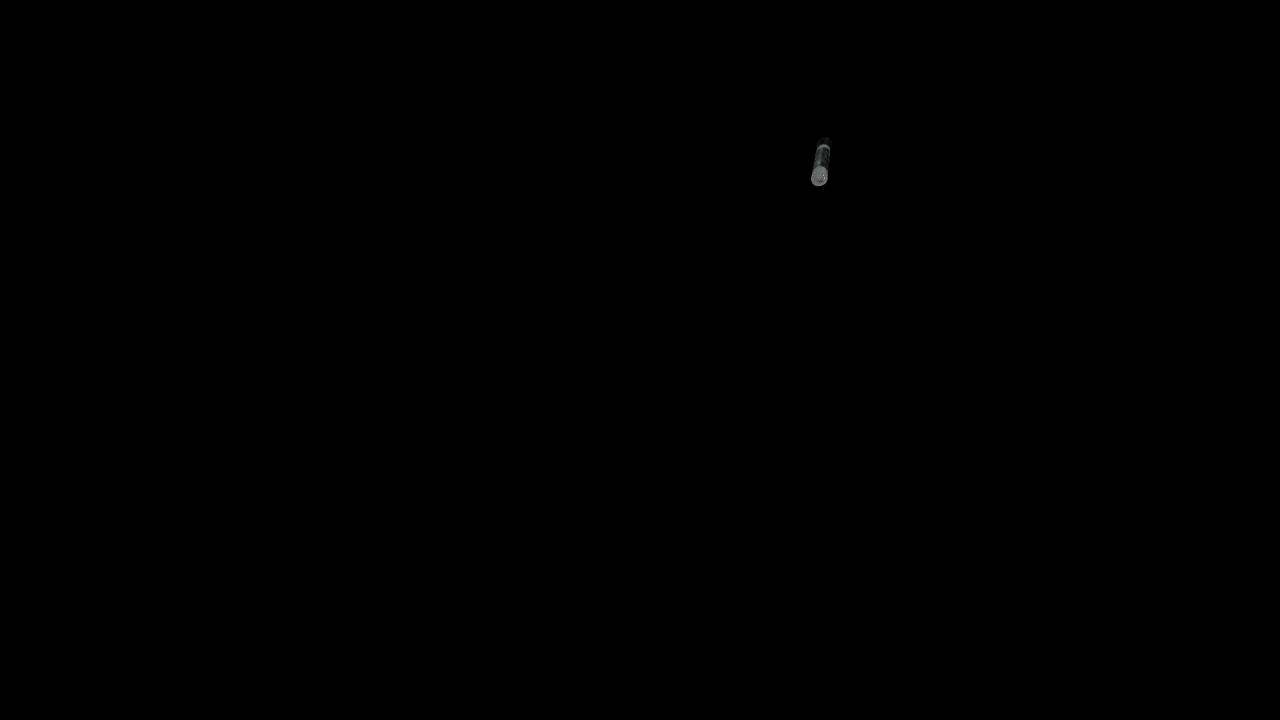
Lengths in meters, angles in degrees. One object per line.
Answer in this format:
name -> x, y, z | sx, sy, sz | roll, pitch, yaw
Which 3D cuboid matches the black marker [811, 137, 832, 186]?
black marker -> 0.224, -0.247, 0.758 | 0.020, 0.020, 0.121 | 0, 38, 20
